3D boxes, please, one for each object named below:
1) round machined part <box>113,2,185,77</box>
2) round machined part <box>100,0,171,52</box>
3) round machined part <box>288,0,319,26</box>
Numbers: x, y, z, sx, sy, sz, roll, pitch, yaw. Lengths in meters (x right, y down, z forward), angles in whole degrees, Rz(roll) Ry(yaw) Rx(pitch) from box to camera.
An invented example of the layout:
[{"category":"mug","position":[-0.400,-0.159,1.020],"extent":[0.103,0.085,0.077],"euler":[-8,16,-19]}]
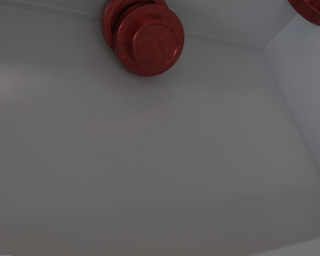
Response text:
[{"category":"round machined part","position":[-0.011,-0.116,0.420],"extent":[0.099,0.097,0.042],"euler":[4,26,-26]},{"category":"round machined part","position":[-0.037,-0.150,0.441],"extent":[0.099,0.097,0.042],"euler":[4,27,-26]},{"category":"round machined part","position":[0.263,-0.223,0.522],"extent":[0.099,0.042,0.098],"euler":[14,56,-21]}]
